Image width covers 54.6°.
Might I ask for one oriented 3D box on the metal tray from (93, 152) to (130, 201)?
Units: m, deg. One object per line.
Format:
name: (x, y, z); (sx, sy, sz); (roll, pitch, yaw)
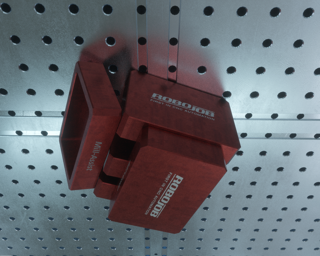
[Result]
metal tray: (-0.017, 0.062, 0.421); (0.131, 0.090, 0.030); (16, 128, -14)

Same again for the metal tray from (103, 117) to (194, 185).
metal tray: (0.000, 0.029, 0.392); (0.131, 0.090, 0.030); (15, 127, -14)

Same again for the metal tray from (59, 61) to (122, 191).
metal tray: (-0.087, 0.000, 0.364); (0.030, 0.090, 0.129); (1, 134, -30)

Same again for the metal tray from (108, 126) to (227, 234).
metal tray: (0.003, 0.064, 0.343); (0.091, 0.030, 0.129); (16, 128, -13)

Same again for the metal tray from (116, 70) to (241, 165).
metal tray: (0.021, -0.013, 0.356); (0.131, 0.090, 0.030); (16, 129, -13)
